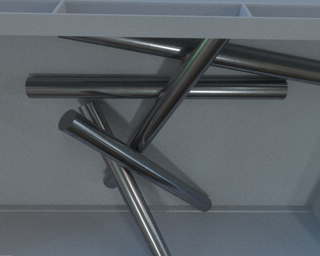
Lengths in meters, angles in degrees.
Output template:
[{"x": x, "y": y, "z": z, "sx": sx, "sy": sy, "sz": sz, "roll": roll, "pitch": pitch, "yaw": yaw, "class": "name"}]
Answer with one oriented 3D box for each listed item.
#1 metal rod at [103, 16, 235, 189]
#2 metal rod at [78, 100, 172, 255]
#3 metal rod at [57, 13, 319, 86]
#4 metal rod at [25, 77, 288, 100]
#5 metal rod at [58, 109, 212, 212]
[{"x": -0.010, "y": -0.005, "z": 0.378, "sx": 0.025, "sy": 0.025, "sz": 0.298, "roll": 21, "pitch": 135, "yaw": -17, "class": "metal rod"}, {"x": -0.031, "y": 0.103, "z": 0.414, "sx": 0.025, "sy": 0.025, "sz": 0.299, "roll": -21, "pitch": 102, "yaw": 16, "class": "metal rod"}, {"x": 0.045, "y": -0.083, "z": 0.339, "sx": 0.302, "sy": 0.025, "sz": 0.025, "roll": 9, "pitch": 130, "yaw": -8, "class": "metal rod"}, {"x": -0.003, "y": -0.047, "z": 0.368, "sx": 0.302, "sy": 0.025, "sz": 0.025, "roll": 0, "pitch": 130, "yaw": -1, "class": "metal rod"}, {"x": -0.009, "y": 0.060, "z": 0.419, "sx": 0.025, "sy": 0.025, "sz": 0.301, "roll": -29, "pitch": 137, "yaw": 22, "class": "metal rod"}]
